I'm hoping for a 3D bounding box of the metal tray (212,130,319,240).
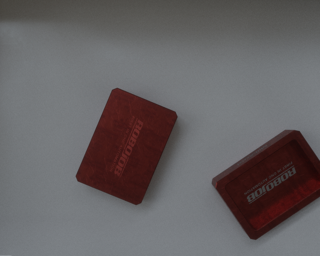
[{"bbox_3d":[0.147,0.073,0.410,0.130,0.030,0.090,-34,90,-1],"label":"metal tray"}]

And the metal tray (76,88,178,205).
[{"bbox_3d":[-0.042,0.023,0.408,0.090,0.030,0.129,23,90,-1],"label":"metal tray"}]
